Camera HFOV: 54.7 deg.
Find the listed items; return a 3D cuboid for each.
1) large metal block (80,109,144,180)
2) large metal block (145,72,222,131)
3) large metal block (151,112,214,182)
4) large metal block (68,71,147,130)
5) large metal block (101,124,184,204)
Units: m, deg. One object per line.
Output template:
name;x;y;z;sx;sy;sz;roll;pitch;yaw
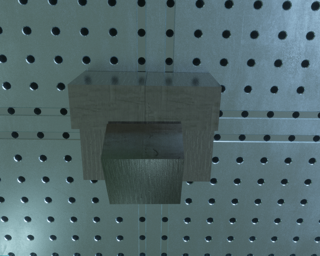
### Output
large metal block;-0.057;0.021;0.405;0.081;0.050;0.079;1;110;-1
large metal block;0.024;-0.034;0.371;0.081;0.080;0.050;1;110;-1
large metal block;0.025;0.022;0.406;0.081;0.050;0.079;1;110;-1
large metal block;-0.057;-0.035;0.369;0.081;0.080;0.050;1;110;-1
large metal block;-0.017;0.041;0.344;0.081;0.050;0.079;0;134;-1
